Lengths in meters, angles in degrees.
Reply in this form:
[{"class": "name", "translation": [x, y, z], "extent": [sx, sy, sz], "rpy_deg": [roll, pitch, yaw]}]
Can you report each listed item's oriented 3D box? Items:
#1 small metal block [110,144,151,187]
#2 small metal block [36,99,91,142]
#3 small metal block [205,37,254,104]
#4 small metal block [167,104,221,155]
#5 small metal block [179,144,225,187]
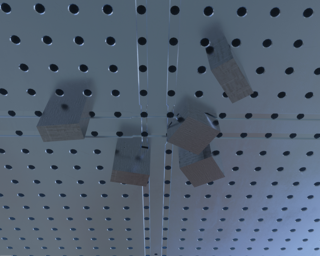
[{"class": "small metal block", "translation": [-0.041, 0.052, 0.439], "extent": [0.050, 0.050, 0.025], "rpy_deg": [10, 129, -8]}, {"class": "small metal block", "translation": [-0.117, -0.010, 0.385], "extent": [0.050, 0.050, 0.025], "rpy_deg": [-4, 130, 3]}, {"class": "small metal block", "translation": [0.076, -0.064, 0.341], "extent": [0.025, 0.050, 0.050], "rpy_deg": [-27, 125, 21]}, {"class": "small metal block", "translation": [0.044, 0.003, 0.415], "extent": [0.050, 0.025, 0.050], "rpy_deg": [24, 126, -19]}, {"class": "small metal block", "translation": [0.062, 0.057, 0.460], "extent": [0.050, 0.025, 0.050], "rpy_deg": [-23, 127, 18]}]
